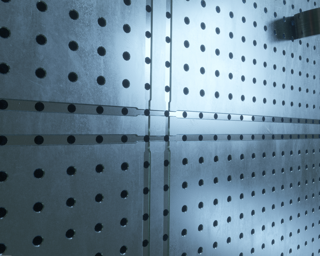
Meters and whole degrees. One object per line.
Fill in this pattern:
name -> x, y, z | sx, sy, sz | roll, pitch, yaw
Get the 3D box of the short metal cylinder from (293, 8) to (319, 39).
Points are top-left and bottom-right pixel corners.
short metal cylinder -> 0.323, -0.218, 0.643 | 0.081, 0.080, 0.050 | -19, 102, -38
